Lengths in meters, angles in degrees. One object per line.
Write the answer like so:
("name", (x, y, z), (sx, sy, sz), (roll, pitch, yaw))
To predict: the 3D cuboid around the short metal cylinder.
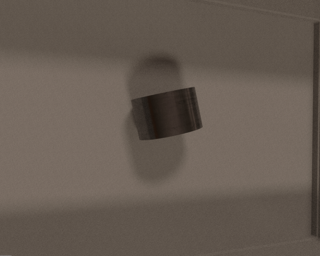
("short metal cylinder", (0.009, -0.018, 0.385), (0.081, 0.080, 0.050), (-13, 95, -20))
